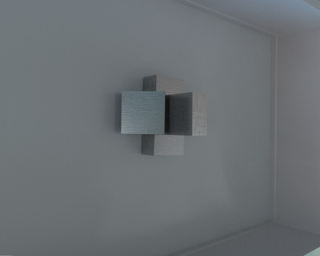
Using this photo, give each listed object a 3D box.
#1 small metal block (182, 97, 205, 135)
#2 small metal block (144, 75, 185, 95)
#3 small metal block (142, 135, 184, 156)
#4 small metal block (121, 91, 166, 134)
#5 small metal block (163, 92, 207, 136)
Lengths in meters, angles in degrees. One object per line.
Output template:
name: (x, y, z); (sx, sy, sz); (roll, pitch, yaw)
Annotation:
small metal block: (0.047, -0.016, 0.428); (0.050, 0.025, 0.050); (5, 86, -79)
small metal block: (0.006, -0.040, 0.408); (0.050, 0.025, 0.050); (3, 88, -41)
small metal block: (0.005, 0.010, 0.408); (0.050, 0.025, 0.050); (3, 88, -40)
small metal block: (-0.019, -0.018, 0.370); (0.050, 0.025, 0.050); (1, 90, 3)
small metal block: (0.030, -0.016, 0.380); (0.025, 0.050, 0.050); (1, 90, -41)
